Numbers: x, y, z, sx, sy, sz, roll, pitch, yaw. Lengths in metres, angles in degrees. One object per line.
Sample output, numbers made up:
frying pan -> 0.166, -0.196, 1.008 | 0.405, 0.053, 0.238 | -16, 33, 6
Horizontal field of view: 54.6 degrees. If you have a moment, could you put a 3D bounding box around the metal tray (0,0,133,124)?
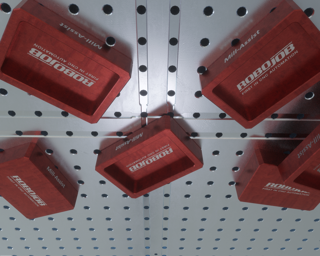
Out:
metal tray -> -0.108, -0.068, 0.349 | 0.131, 0.030, 0.090 | 28, 125, -22

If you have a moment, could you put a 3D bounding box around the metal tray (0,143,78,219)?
metal tray -> -0.200, 0.087, 0.480 | 0.090, 0.030, 0.130 | -16, 129, 13

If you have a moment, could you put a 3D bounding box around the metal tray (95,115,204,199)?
metal tray -> -0.015, 0.046, 0.446 | 0.130, 0.030, 0.090 | -29, 125, 22

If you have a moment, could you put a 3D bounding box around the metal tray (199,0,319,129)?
metal tray -> 0.121, -0.065, 0.353 | 0.090, 0.030, 0.130 | 34, 122, -26

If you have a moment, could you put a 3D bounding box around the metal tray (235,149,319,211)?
metal tray -> 0.195, 0.083, 0.480 | 0.131, 0.030, 0.089 | 9, 130, -8

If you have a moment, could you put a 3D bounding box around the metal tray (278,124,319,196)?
metal tray -> 0.229, 0.034, 0.398 | 0.091, 0.030, 0.129 | 18, 128, -15
